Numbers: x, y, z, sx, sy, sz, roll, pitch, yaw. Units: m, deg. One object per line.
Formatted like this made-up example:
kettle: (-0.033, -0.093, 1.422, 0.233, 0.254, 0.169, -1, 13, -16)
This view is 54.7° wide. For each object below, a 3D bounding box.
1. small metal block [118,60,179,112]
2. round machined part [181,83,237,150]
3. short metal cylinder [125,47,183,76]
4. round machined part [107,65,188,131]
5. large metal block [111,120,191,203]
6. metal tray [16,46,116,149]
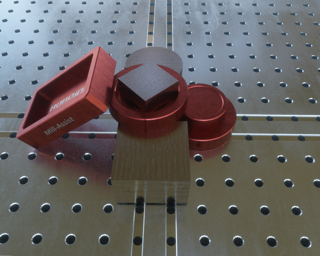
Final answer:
small metal block: (-0.014, -0.048, 0.368, 0.050, 0.025, 0.050, -34, 58, -25)
round machined part: (0.053, -0.022, 0.414, 0.099, 0.042, 0.098, 0, 50, 0)
short metal cylinder: (-0.008, -0.074, 0.453, 0.080, 0.050, 0.080, 0, 50, 0)
round machined part: (-0.015, -0.033, 0.386, 0.099, 0.042, 0.098, 0, 50, 0)
large metal block: (-0.009, 0.038, 0.355, 0.080, 0.050, 0.080, 1, 50, 0)
metal tray: (-0.117, -0.036, 0.387, 0.130, 0.030, 0.090, -25, 43, 28)
